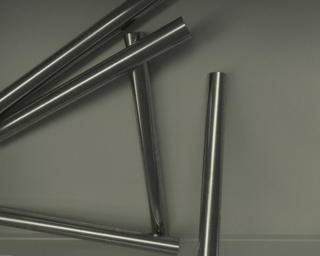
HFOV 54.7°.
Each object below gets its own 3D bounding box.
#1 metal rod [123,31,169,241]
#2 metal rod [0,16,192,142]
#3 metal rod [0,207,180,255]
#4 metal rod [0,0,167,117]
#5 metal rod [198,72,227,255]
[{"bbox_3d":[-0.015,0.025,0.420,0.025,0.025,0.298,-6,110,2],"label":"metal rod"},{"bbox_3d":[-0.102,-0.047,0.374,0.300,0.025,0.025,-25,109,15],"label":"metal rod"},{"bbox_3d":[-0.123,0.146,0.448,0.302,0.025,0.025,9,110,2],"label":"metal rod"},{"bbox_3d":[-0.125,-0.080,0.380,0.300,0.025,0.025,-32,107,10],"label":"metal rod"},{"bbox_3d":[0.062,0.081,0.376,0.025,0.025,0.298,4,85,-2],"label":"metal rod"}]
